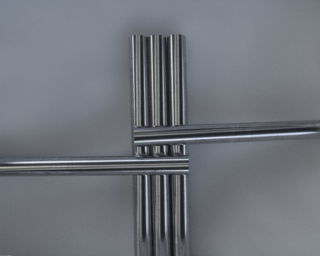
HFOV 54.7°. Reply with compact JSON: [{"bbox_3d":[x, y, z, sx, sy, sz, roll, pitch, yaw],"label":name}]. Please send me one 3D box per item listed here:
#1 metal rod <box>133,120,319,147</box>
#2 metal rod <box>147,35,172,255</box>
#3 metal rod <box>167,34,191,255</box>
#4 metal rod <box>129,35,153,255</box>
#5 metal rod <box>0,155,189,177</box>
[{"bbox_3d":[0.118,0.005,0.394,0.302,0.025,0.025,-2,90,-7],"label":"metal rod"},{"bbox_3d":[0.000,0.029,0.410,0.025,0.025,0.298,-1,90,-1],"label":"metal rod"},{"bbox_3d":[0.026,0.028,0.410,0.025,0.025,0.298,-1,90,-1],"label":"metal rod"},{"bbox_3d":[-0.025,0.030,0.410,0.025,0.025,0.298,-1,90,-1],"label":"metal rod"},{"bbox_3d":[-0.115,0.048,0.393,0.302,0.025,0.025,-1,90,5],"label":"metal rod"}]
